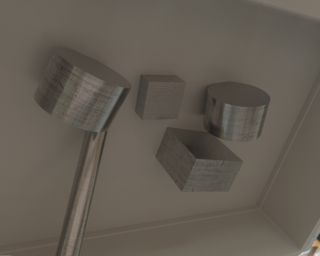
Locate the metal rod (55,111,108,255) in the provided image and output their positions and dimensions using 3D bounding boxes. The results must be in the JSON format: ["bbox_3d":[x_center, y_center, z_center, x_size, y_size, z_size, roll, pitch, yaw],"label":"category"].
[{"bbox_3d":[-0.098,0.126,0.340,0.025,0.025,0.299,18,79,-36],"label":"metal rod"}]

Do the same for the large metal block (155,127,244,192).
[{"bbox_3d":[0.053,0.043,0.431,0.081,0.080,0.050,7,115,-32],"label":"large metal block"}]

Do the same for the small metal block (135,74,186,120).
[{"bbox_3d":[0.000,-0.038,0.386,0.050,0.025,0.050,-3,120,-27],"label":"small metal block"}]

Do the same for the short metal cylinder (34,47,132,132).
[{"bbox_3d":[-0.076,-0.039,0.309,0.080,0.080,0.050,19,108,-36],"label":"short metal cylinder"}]

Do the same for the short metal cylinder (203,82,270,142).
[{"bbox_3d":[0.101,-0.024,0.416,0.081,0.080,0.050,-10,123,-23],"label":"short metal cylinder"}]
